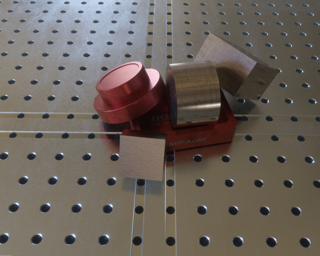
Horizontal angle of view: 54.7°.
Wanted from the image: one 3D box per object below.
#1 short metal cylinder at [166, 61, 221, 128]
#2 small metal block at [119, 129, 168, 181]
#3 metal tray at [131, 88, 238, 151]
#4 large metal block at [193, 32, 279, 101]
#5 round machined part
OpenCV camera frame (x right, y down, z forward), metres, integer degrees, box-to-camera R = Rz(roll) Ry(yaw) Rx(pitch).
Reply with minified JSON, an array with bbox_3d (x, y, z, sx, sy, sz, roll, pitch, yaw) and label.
[{"bbox_3d":[0.038,-0.042,0.386,0.050,0.080,0.080,-6,50,-6],"label":"short metal cylinder"},{"bbox_3d":[-0.019,0.031,0.358,0.050,0.050,0.025,6,16,5],"label":"small metal block"},{"bbox_3d":[0.026,-0.017,0.415,0.131,0.030,0.090,-9,51,-8],"label":"metal tray"},{"bbox_3d":[0.105,-0.083,0.432,0.081,0.050,0.080,0,38,-51],"label":"large metal block"},{"bbox_3d":[-0.045,-0.053,0.411,0.098,0.042,0.098,-19,33,13],"label":"round machined part"}]
